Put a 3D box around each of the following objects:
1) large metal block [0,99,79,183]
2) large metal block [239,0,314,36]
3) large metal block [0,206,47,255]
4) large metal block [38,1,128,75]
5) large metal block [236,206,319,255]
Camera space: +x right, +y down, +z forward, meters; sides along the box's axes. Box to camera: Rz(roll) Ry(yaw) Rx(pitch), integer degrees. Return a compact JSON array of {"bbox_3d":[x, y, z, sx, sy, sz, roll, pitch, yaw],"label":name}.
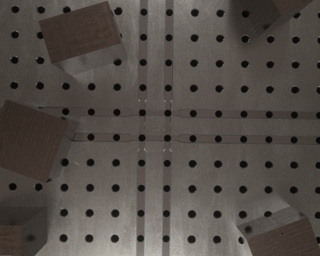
[{"bbox_3d":[-0.162,0.016,0.399,0.080,0.050,0.080,20,90,-1],"label":"large metal block"},{"bbox_3d":[0.139,-0.173,0.388,0.050,0.080,0.080,-29,90,0],"label":"large metal block"},{"bbox_3d":[-0.195,0.133,0.383,0.081,0.080,0.050,0,90,-1],"label":"large metal block"},{"bbox_3d":[-0.090,-0.107,0.385,0.080,0.080,0.050,-17,90,0],"label":"large metal block"},{"bbox_3d":[0.157,0.159,0.403,0.080,0.050,0.080,-20,90,-1],"label":"large metal block"}]
